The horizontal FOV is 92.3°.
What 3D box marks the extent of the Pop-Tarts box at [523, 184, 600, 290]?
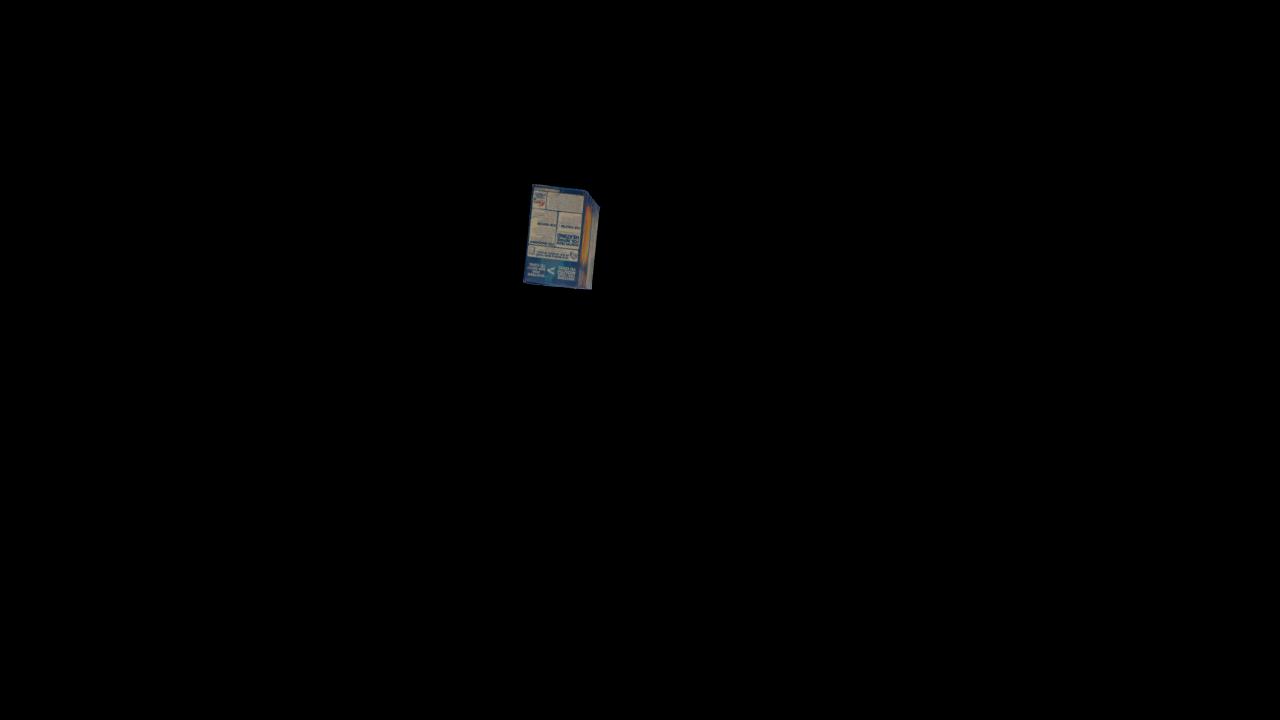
[{"bbox_3d":[-0.117,-0.182,0.949,0.083,0.141,0.167,6,7,3],"label":"Pop-Tarts box"}]
